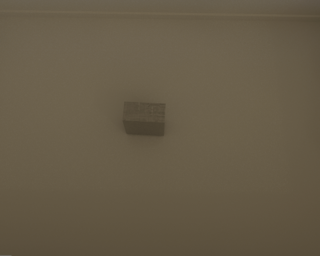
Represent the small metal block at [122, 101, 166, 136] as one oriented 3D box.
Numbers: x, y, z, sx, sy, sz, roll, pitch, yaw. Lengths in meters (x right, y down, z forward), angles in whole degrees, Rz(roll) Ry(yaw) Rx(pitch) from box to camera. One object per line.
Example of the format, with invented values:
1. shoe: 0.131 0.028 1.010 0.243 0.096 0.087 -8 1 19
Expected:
1. small metal block: -0.019 -0.011 0.396 0.050 0.050 0.025 3 70 1
